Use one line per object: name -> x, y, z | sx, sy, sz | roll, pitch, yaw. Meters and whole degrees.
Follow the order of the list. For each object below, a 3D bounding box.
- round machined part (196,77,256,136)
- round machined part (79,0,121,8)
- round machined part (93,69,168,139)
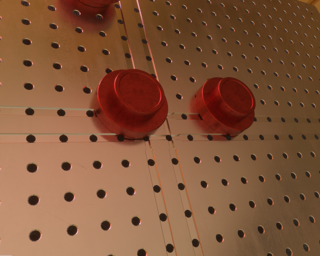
round machined part -> 0.109, -0.040, 0.482 | 0.099, 0.042, 0.098 | 14, 56, -21
round machined part -> -0.103, -0.228, 0.482 | 0.099, 0.042, 0.098 | 14, 56, -21
round machined part -> -0.033, -0.038, 0.404 | 0.099, 0.042, 0.098 | 14, 56, -21
